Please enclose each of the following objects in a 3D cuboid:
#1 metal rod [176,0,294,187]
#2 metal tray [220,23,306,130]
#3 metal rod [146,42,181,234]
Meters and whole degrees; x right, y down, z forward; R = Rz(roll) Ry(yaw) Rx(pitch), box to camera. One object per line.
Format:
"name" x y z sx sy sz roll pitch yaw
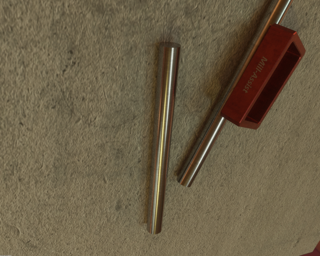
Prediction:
"metal rod" 0.098 -0.044 0.432 0.025 0.025 0.298 13 112 -34
"metal tray" 0.140 -0.062 0.416 0.090 0.030 0.129 7 115 -58
"metal rod" 0.001 0.034 0.428 0.025 0.025 0.298 -10 123 -23
